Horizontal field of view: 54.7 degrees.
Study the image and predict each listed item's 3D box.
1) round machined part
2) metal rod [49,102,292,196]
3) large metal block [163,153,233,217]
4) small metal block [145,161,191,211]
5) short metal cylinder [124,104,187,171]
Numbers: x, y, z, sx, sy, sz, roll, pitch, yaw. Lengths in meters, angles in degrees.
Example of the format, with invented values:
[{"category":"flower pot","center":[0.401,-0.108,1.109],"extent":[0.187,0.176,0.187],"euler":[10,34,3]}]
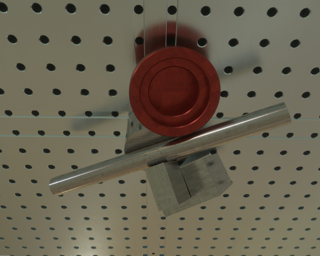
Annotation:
[{"category":"round machined part","center":[0.015,-0.043,0.349],"extent":[0.099,0.042,0.097],"euler":[-2,108,-6]},{"category":"metal rod","center":[0.000,0.031,0.371],"extent":[0.301,0.025,0.025],"euler":[-19,128,15]},{"category":"large metal block","center":[0.046,0.077,0.431],"extent":[0.080,0.050,0.080],"euler":[-28,170,22]},{"category":"small metal block","center":[0.010,0.068,0.373],"extent":[0.025,0.050,0.050],"euler":[-23,169,18]},{"category":"short metal cylinder","center":[-0.004,0.013,0.406],"extent":[0.081,0.050,0.079],"euler":[0,130,0]}]
